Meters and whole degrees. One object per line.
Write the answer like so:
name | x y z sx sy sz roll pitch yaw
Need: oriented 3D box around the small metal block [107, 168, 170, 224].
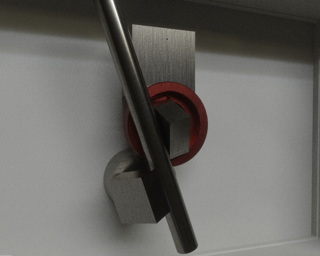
small metal block | -0.023 0.074 0.333 0.025 0.050 0.050 -26 100 -52

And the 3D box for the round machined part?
round machined part | 0.004 -0.004 0.371 0.099 0.042 0.097 0 90 -21

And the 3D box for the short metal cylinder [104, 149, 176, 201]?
short metal cylinder | -0.026 0.066 0.388 0.081 0.050 0.079 0 90 -21

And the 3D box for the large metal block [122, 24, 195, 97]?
large metal block | -0.003 -0.080 0.394 0.081 0.050 0.079 0 90 -21

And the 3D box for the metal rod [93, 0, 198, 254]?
metal rod | -0.015 -0.007 0.330 0.025 0.025 0.298 -20 97 -19

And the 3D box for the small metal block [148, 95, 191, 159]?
small metal block | 0.009 -0.002 0.349 0.025 0.050 0.050 -20 132 -23
